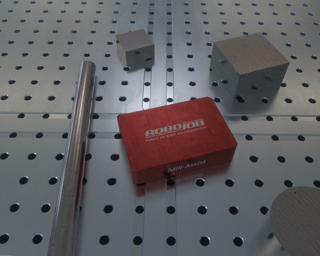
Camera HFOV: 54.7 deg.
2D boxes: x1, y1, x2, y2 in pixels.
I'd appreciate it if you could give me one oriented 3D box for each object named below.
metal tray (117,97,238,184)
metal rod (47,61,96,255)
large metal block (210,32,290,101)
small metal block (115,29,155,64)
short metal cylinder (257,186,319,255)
[{"bbox_3d":[0.019,0.012,0.394,0.131,0.030,0.090,-13,51,-11],"label":"metal tray"},{"bbox_3d":[-0.105,0.018,0.391,0.025,0.025,0.300,-2,50,-2],"label":"metal rod"},{"bbox_3d":[0.133,-0.096,0.473,0.081,0.050,0.080,-15,52,-13],"label":"large metal block"},{"bbox_3d":[-0.042,-0.139,0.524,0.050,0.025,0.050,-18,53,-15],"label":"small metal block"},{"bbox_3d":[0.142,0.105,0.304,0.081,0.050,0.080,0,50,0],"label":"short metal cylinder"}]
